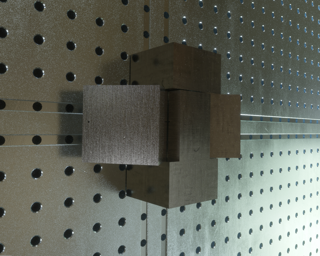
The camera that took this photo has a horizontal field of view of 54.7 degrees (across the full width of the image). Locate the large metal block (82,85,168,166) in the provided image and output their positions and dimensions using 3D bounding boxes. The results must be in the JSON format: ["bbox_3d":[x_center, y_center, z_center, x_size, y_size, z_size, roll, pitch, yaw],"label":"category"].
[{"bbox_3d":[-0.036,-0.004,0.337,0.050,0.080,0.079,1,90,-80],"label":"large metal block"}]

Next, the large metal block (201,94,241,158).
[{"bbox_3d":[0.074,-0.002,0.427,0.050,0.080,0.079,1,89,-3],"label":"large metal block"}]

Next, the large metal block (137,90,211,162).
[{"bbox_3d":[0.015,-0.002,0.387,0.050,0.080,0.079,1,89,-40],"label":"large metal block"}]

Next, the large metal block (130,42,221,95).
[{"bbox_3d":[0.019,-0.068,0.390,0.081,0.080,0.050,1,90,-40],"label":"large metal block"}]

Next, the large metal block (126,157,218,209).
[{"bbox_3d":[0.015,0.062,0.386,0.081,0.080,0.050,1,90,-40],"label":"large metal block"}]
